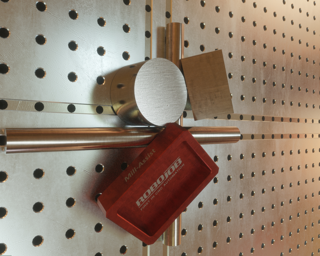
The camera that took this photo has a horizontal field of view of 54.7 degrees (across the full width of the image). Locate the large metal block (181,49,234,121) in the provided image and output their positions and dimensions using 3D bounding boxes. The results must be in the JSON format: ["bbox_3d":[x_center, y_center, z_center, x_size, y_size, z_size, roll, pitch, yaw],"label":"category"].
[{"bbox_3d":[0.065,-0.061,0.421,0.080,0.050,0.080,-58,136,-73],"label":"large metal block"}]

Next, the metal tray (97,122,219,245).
[{"bbox_3d":[0.002,0.068,0.374,0.130,0.030,0.090,-46,126,-7],"label":"metal tray"}]

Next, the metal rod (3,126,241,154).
[{"bbox_3d":[-0.018,0.011,0.372,0.303,0.025,0.025,-1,91,-33],"label":"metal rod"}]

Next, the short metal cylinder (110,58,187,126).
[{"bbox_3d":[-0.013,-0.042,0.381,0.081,0.050,0.079,0,90,-40],"label":"short metal cylinder"}]

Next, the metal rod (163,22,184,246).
[{"bbox_3d":[0.019,0.008,0.425,0.025,0.025,0.298,1,90,-40],"label":"metal rod"}]
